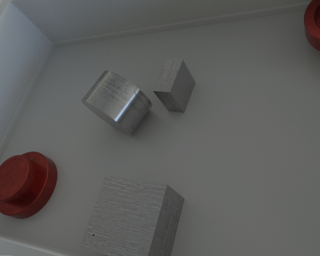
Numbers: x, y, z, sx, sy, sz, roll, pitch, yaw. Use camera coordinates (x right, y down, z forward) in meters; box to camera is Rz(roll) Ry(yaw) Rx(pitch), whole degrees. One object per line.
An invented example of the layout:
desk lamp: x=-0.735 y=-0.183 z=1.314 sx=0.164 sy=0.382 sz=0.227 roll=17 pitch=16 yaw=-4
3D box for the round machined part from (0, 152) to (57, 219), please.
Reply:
round machined part: x=-0.203 y=0.078 z=0.451 sx=0.098 sy=0.042 sz=0.098 roll=-13 pitch=56 yaw=20

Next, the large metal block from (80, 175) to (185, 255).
large metal block: x=-0.028 y=0.103 z=0.340 sx=0.080 sy=0.050 sz=0.080 roll=3 pitch=63 yaw=29

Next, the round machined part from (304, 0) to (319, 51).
round machined part: x=0.219 y=-0.118 z=0.352 sx=0.098 sy=0.042 sz=0.098 roll=-13 pitch=56 yaw=21

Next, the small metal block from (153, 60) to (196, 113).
small metal block: x=0.020 y=-0.055 z=0.412 sx=0.025 sy=0.050 sz=0.050 roll=8 pitch=66 yaw=31

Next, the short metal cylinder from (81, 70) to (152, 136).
short metal cylinder: x=-0.058 y=-0.033 z=0.419 sx=0.080 sy=0.080 sz=0.050 roll=27 pitch=76 yaw=37
